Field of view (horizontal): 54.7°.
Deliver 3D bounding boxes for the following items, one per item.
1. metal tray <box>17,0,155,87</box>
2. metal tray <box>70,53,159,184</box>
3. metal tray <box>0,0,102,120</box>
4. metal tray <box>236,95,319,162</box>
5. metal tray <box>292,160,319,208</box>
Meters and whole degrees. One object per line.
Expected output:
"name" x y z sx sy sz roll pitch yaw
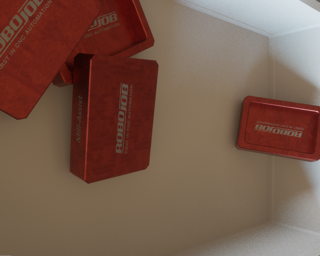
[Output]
"metal tray" -0.074 -0.111 0.342 0.131 0.030 0.090 -35 112 -35
"metal tray" -0.049 -0.012 0.340 0.091 0.030 0.129 -7 108 -46
"metal tray" -0.124 -0.083 0.272 0.090 0.030 0.130 35 78 -20
"metal tray" 0.200 0.001 0.518 0.030 0.131 0.090 62 38 -78
"metal tray" 0.351 0.125 0.705 0.130 0.030 0.090 31 70 -36
